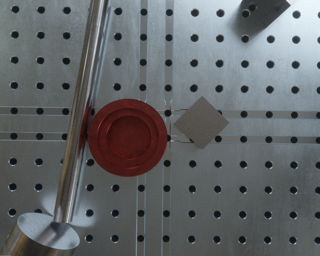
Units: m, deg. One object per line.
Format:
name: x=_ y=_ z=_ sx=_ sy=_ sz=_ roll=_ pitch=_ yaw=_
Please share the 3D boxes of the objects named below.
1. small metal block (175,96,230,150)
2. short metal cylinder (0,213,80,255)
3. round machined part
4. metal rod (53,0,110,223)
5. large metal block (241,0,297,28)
small metal block: x=0.055 y=-0.007 z=0.414 sx=0.050 sy=0.025 sz=0.050 roll=-45 pitch=91 yaw=0
short metal cylinder: x=-0.149 y=0.149 z=0.384 sx=0.080 sy=0.080 sz=0.050 roll=27 pitch=90 yaw=-1
round machined part: x=-0.040 y=0.012 z=0.404 sx=0.099 sy=0.042 sz=0.097 roll=0 pitch=90 yaw=-1
metal rod: x=-0.104 y=-0.025 z=0.411 sx=0.025 sy=0.025 sz=0.298 roll=10 pitch=90 yaw=-1
large metal block: x=0.159 y=-0.183 z=0.388 sx=0.080 sy=0.080 sz=0.050 roll=-43 pitch=91 yaw=0
